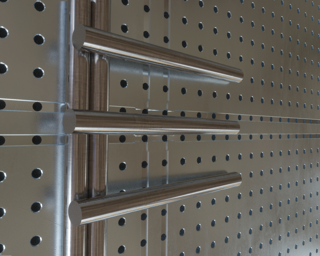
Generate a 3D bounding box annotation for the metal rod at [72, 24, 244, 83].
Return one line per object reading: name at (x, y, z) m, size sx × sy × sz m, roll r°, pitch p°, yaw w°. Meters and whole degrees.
metal rod at (0.025, -0.089, 0.413) m, size 0.302 × 0.025 × 0.025 m, roll 1°, pitch 90°, yaw -46°

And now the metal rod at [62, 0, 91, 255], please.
metal rod at (-0.090, 0.009, 0.334) m, size 0.025 × 0.025 × 0.298 m, roll 1°, pitch 89°, yaw -40°

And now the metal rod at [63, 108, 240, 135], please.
metal rod at (0.018, -0.004, 0.406) m, size 0.302 × 0.025 × 0.025 m, roll 2°, pitch 89°, yaw -46°

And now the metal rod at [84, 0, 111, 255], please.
metal rod at (-0.071, 0.001, 0.351) m, size 0.025 × 0.025 × 0.298 m, roll 1°, pitch 89°, yaw -40°

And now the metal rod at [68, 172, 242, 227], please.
metal rod at (0.022, 0.085, 0.411) m, size 0.302 × 0.025 × 0.025 m, roll 1°, pitch 90°, yaw -46°
